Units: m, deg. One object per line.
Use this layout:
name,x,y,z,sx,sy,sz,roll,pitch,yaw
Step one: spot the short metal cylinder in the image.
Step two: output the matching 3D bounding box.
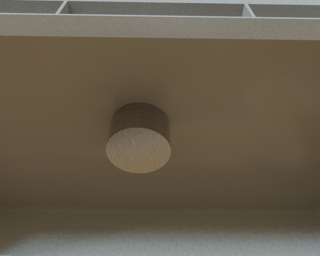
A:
short metal cylinder,-0.027,0.014,0.404,0.080,0.050,0.080,0,130,0
